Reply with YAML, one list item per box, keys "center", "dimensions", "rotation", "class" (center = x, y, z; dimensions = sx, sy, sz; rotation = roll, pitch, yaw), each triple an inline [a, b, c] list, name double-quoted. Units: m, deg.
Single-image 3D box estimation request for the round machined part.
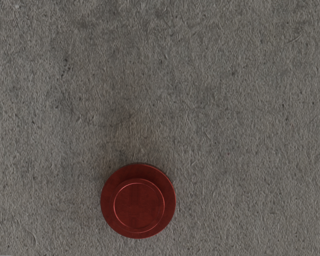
- center: [-0.028, 0.096, 0.401]
  dimensions: [0.099, 0.042, 0.097]
  rotation: [0, 90, 0]
  class: "round machined part"
